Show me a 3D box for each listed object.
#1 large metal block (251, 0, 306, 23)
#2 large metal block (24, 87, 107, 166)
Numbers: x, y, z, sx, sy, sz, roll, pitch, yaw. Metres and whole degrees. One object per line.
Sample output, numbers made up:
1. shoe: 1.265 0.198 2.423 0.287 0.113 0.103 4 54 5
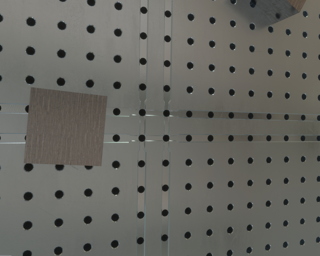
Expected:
1. large metal block: 0.182 -0.223 0.468 0.080 0.050 0.080 33 79 -17
2. large metal block: -0.109 0.000 0.359 0.081 0.050 0.080 5 88 -20
